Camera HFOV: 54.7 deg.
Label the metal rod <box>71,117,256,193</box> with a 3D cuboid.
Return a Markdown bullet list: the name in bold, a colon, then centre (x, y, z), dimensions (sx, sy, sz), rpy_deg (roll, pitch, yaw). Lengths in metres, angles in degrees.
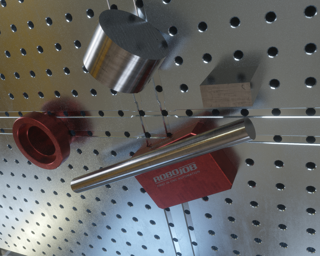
- **metal rod**: centre (-0.019, 0.046, 0.408), dimensions (0.299, 0.025, 0.025), rpy_deg (-22, 107, 36)

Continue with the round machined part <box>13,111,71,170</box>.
- **round machined part**: centre (-0.187, 0.016, 0.506), dimensions (0.098, 0.042, 0.097), rpy_deg (13, 124, 20)

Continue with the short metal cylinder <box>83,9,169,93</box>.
- **short metal cylinder**: centre (-0.038, -0.084, 0.342), dimensions (0.080, 0.080, 0.050), rpy_deg (39, 129, 1)

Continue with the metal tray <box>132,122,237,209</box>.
- **metal tray**: centre (0.027, 0.057, 0.428), dimensions (0.130, 0.030, 0.090), rpy_deg (-28, 104, 37)

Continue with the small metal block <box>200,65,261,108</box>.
- **small metal block**: centre (0.076, -0.044, 0.327), dimensions (0.050, 0.050, 0.025), rpy_deg (0, 119, 28)
